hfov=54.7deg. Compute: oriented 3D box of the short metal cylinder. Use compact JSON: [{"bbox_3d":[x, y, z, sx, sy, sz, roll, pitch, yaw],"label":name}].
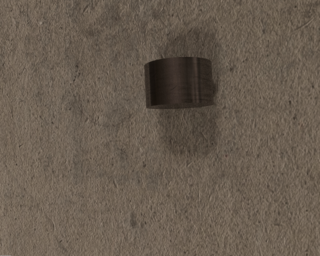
[{"bbox_3d":[0.022,-0.051,0.371,0.080,0.080,0.050,-3,89,19],"label":"short metal cylinder"}]
